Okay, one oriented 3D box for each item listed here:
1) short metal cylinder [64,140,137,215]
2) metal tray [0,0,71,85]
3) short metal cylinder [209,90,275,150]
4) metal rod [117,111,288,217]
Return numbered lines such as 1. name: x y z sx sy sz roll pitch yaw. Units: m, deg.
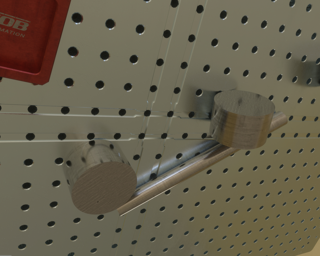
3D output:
1. short metal cylinder: -0.076 0.062 0.392 0.081 0.050 0.079 -14 124 -21
2. metal tray: -0.154 -0.095 0.264 0.131 0.030 0.089 10 114 -33
3. short metal cylinder: 0.112 -0.013 0.428 0.081 0.080 0.050 -11 123 -23
4. metal rod: 0.069 0.050 0.479 0.302 0.025 0.025 -27 128 -12
